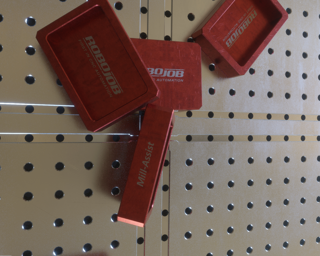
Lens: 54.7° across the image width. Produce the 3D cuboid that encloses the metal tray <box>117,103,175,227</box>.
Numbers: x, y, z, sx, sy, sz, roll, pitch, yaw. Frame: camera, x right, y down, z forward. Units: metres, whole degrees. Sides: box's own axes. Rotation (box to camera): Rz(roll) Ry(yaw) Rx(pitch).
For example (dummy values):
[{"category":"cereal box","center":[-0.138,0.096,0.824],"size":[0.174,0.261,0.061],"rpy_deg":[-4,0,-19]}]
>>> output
[{"category":"metal tray","center":[-0.013,0.043,0.372],"size":[0.030,0.090,0.129],"rpy_deg":[14,85,5]}]

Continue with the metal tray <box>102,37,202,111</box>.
[{"category":"metal tray","center":[-0.010,-0.068,0.407],"size":[0.131,0.030,0.089],"rpy_deg":[-2,91,-21]}]

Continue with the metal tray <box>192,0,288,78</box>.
[{"category":"metal tray","center":[0.120,-0.150,0.455],"size":[0.090,0.030,0.130],"rpy_deg":[43,76,-15]}]

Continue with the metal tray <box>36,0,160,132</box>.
[{"category":"metal tray","center":[-0.069,-0.071,0.354],"size":[0.090,0.030,0.130],"rpy_deg":[-30,88,4]}]
